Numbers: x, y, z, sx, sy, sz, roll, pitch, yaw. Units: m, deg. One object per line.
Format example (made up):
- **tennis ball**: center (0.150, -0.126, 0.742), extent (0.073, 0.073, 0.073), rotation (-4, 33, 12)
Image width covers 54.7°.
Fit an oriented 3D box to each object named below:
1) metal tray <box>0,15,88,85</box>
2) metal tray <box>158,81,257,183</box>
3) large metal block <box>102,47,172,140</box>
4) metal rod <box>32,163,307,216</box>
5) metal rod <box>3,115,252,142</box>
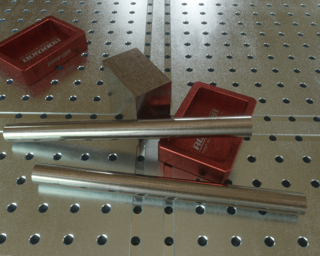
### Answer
- **metal tray**: center (-0.198, -0.133, 0.513), extent (0.090, 0.030, 0.131), rotation (29, 56, 22)
- **metal tray**: center (0.064, 0.000, 0.404), extent (0.090, 0.030, 0.130), rotation (20, 53, 15)
- **large metal block**: center (-0.030, -0.045, 0.410), extent (0.050, 0.080, 0.080), rotation (-27, 56, -21)
- **metal rod**: center (0.006, 0.068, 0.350), extent (0.302, 0.025, 0.025), rotation (6, 50, 4)
- **metal rod**: center (-0.046, 0.002, 0.375), extent (0.301, 0.025, 0.025), rotation (-2, 50, 10)
